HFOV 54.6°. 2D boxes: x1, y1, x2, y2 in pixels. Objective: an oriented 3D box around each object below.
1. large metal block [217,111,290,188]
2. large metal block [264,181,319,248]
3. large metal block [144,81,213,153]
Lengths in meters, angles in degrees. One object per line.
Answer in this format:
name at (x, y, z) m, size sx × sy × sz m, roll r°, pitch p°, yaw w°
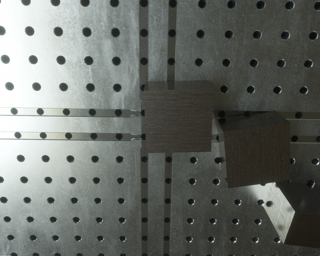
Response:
large metal block at (0.123, 0.027, 0.411) m, size 0.080 × 0.050 × 0.080 m, roll -8°, pitch 110°, yaw 3°
large metal block at (0.202, 0.118, 0.429) m, size 0.080 × 0.080 × 0.050 m, roll 8°, pitch 110°, yaw -3°
large metal block at (0.022, -0.016, 0.394) m, size 0.080 × 0.050 × 0.079 m, roll -1°, pitch 110°, yaw 0°
